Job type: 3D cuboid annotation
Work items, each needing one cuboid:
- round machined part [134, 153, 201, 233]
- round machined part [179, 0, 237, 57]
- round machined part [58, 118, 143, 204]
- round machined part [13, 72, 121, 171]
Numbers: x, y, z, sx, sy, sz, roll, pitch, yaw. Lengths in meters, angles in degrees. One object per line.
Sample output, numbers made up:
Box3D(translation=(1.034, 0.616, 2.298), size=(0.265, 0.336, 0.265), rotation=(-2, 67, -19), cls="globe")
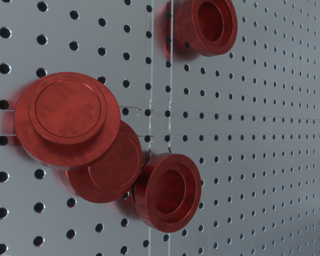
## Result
Box3D(translation=(0.006, 0.080, 0.400), size=(0.099, 0.042, 0.097), rotation=(-2, 92, -42), cls="round machined part")
Box3D(translation=(0.066, -0.153, 0.452), size=(0.099, 0.042, 0.097), rotation=(0, 90, -40), cls="round machined part")
Box3D(translation=(-0.059, 0.036, 0.348), size=(0.099, 0.042, 0.097), rotation=(0, 90, -40), cls="round machined part")
Box3D(translation=(-0.087, -0.011, 0.296), size=(0.099, 0.042, 0.098), rotation=(5, 69, -13), cls="round machined part")
